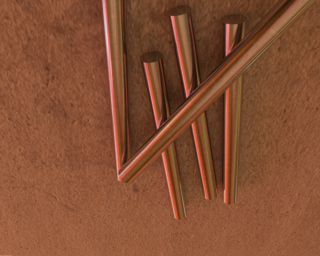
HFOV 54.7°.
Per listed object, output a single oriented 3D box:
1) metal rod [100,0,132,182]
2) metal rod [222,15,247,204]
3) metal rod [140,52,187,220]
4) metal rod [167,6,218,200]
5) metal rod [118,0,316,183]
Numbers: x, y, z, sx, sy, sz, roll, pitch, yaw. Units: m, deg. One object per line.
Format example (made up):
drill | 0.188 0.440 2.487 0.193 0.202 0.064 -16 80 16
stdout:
metal rod | -0.049 -0.042 0.370 0.025 0.025 0.298 1 130 -2
metal rod | 0.094 0.002 0.410 0.025 0.025 0.298 -6 130 4
metal rod | 0.012 0.034 0.436 0.025 0.025 0.298 -7 130 5
metal rod | 0.050 -0.006 0.403 0.025 0.025 0.298 -10 130 7
metal rod | 0.041 -0.027 0.350 0.025 0.025 0.299 29 124 -23
